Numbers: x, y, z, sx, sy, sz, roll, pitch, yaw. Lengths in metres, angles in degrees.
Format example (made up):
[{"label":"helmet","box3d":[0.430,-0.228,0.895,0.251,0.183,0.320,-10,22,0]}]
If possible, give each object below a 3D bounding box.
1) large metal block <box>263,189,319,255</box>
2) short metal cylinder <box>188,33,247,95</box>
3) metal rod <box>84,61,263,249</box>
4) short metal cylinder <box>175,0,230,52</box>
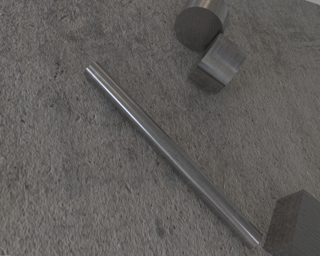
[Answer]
[{"label":"large metal block","box3d":[0.193,0.142,0.405,0.080,0.050,0.080,38,51,-3]},{"label":"short metal cylinder","box3d":[0.087,-0.097,0.475,0.050,0.080,0.080,36,51,-5]},{"label":"metal rod","box3d":[0.014,0.031,0.392,0.300,0.025,0.025,46,51,4]},{"label":"short metal cylinder","box3d":[0.070,-0.175,0.513,0.080,0.080,0.050,31,52,-9]}]
